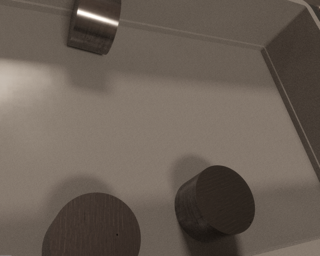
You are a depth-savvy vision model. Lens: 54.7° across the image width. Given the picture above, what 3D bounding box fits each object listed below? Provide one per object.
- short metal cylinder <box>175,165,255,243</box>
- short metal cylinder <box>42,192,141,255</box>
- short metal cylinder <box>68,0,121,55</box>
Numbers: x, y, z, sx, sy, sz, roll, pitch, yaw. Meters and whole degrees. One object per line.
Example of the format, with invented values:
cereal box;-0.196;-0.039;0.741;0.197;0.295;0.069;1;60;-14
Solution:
short metal cylinder;0.065;0.091;0.371;0.081;0.050;0.080;14;56;-21
short metal cylinder;-0.065;0.107;0.290;0.081;0.050;0.080;14;56;-21
short metal cylinder;-0.088;-0.143;0.411;0.050;0.080;0.080;11;57;-23
